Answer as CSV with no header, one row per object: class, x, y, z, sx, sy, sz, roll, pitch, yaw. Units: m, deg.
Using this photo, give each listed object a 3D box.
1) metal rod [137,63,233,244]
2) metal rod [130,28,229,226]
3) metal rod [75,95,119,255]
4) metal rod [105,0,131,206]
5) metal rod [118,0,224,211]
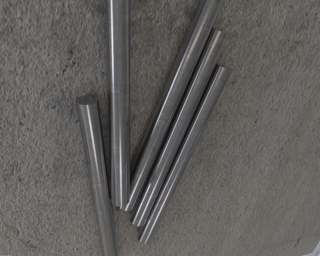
metal rod,0.028,0.049,0.452,0.025,0.025,0.298,9,114,-33
metal rod,0.018,0.012,0.424,0.025,0.025,0.298,9,114,-32
metal rod,-0.079,0.095,0.421,0.025,0.025,0.298,-14,125,-21
metal rod,-0.046,-0.035,0.350,0.025,0.025,0.298,-10,120,-23
metal rod,0.005,-0.018,0.398,0.025,0.025,0.298,10,113,-33
